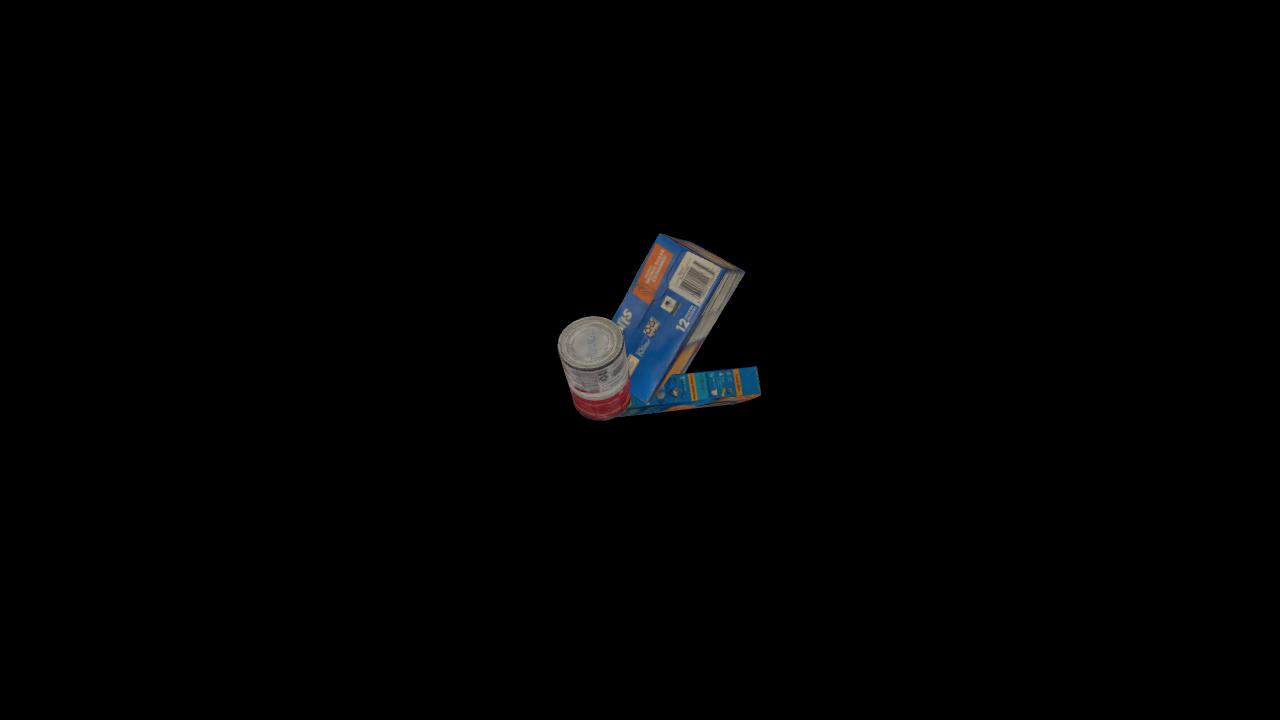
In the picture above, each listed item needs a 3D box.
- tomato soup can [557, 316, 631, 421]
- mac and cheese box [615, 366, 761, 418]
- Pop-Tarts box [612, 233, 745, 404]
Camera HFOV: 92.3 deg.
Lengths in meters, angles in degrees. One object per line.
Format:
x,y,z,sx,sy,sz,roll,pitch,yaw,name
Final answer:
-0.045,0.010,0.637,0.068,0.068,0.101,0,-34,5,tomato soup can
0.040,0.040,0.730,0.184,0.041,0.093,-5,-11,-15,mac and cheese box
0.034,-0.049,0.704,0.083,0.167,0.141,34,16,12,Pop-Tarts box
